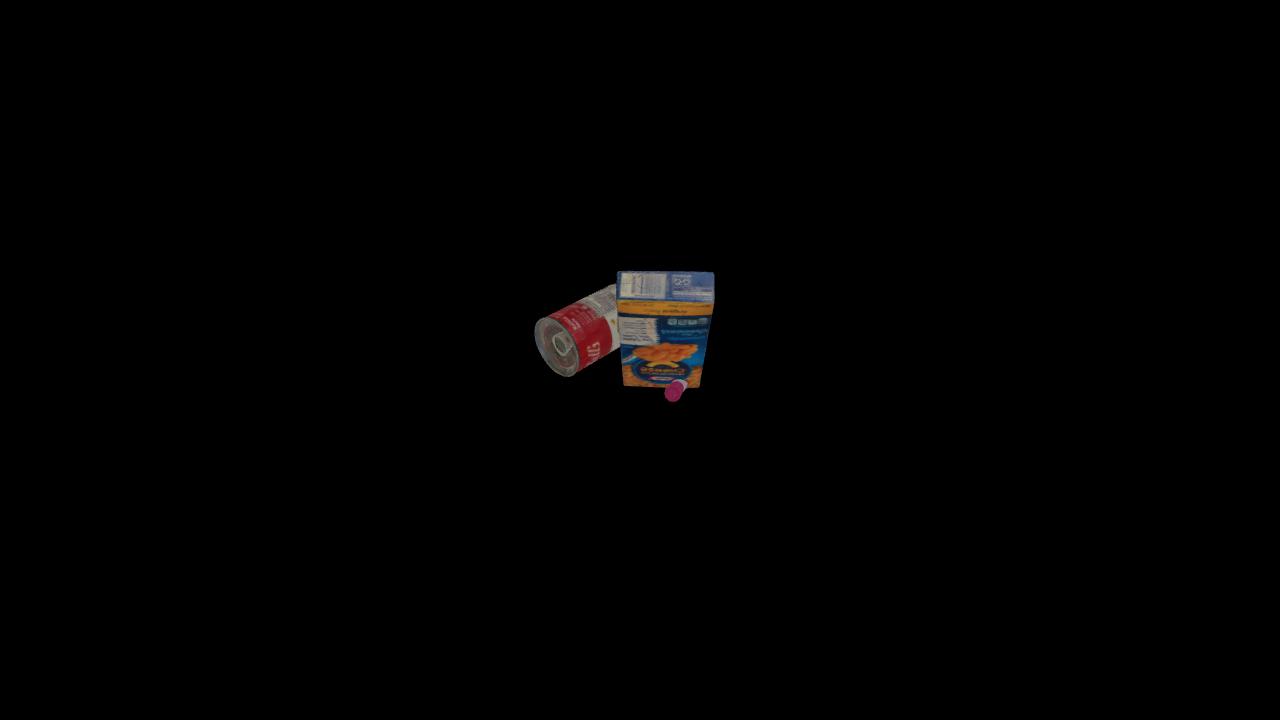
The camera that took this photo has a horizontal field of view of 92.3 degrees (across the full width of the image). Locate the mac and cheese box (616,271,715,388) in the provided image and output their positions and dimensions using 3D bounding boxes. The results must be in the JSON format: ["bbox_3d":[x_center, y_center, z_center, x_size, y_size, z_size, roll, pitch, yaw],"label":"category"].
[{"bbox_3d":[0.025,-0.026,0.645,0.093,0.041,0.184,0,-28,2],"label":"mac and cheese box"}]

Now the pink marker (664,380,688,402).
[{"bbox_3d":[0.051,0.023,0.720,0.020,0.020,0.121,0,15,17],"label":"pink marker"}]

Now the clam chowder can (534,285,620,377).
[{"bbox_3d":[-0.053,-0.034,0.662,0.068,0.068,0.102,0,26,48],"label":"clam chowder can"}]

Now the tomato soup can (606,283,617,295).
[{"bbox_3d":[0.018,-0.056,0.678,0.101,0.068,0.068,-10,5,-29],"label":"tomato soup can"}]
